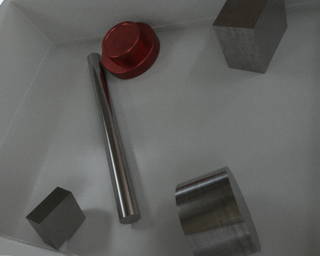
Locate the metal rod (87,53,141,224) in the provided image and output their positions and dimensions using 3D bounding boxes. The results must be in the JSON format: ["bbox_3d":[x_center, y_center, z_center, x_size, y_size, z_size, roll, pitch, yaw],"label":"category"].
[{"bbox_3d":[-0.074,-0.008,0.447,0.025,0.025,0.299,-27,52,11],"label":"metal rod"}]

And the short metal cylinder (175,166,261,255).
[{"bbox_3d":[0.055,0.082,0.291,0.050,0.080,0.080,-23,53,14],"label":"short metal cylinder"}]

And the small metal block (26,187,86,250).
[{"bbox_3d":[-0.124,0.109,0.376,0.025,0.050,0.050,11,42,32],"label":"small metal block"}]

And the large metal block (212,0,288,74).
[{"bbox_3d":[0.116,-0.127,0.387,0.050,0.080,0.080,18,71,35],"label":"large metal block"}]

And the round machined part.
[{"bbox_3d":[-0.053,-0.130,0.495,0.098,0.042,0.098,-11,62,22],"label":"round machined part"}]
